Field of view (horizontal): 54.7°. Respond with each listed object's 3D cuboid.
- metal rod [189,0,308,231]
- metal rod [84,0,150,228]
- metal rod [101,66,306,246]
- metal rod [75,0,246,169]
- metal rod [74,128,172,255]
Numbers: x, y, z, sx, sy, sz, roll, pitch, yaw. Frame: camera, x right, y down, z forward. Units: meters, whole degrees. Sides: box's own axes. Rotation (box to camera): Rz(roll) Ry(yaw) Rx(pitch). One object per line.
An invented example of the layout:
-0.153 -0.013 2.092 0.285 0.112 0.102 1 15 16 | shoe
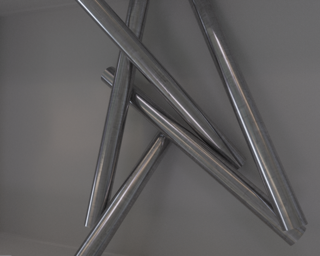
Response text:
0.089 -0.039 0.348 0.025 0.025 0.299 -24 71 18 | metal rod
-0.051 -0.029 0.380 0.025 0.025 0.298 10 87 19 | metal rod
0.037 0.020 0.371 0.300 0.025 0.025 41 103 19 | metal rod
-0.006 -0.065 0.363 0.025 0.025 0.300 -41 96 15 | metal rod
-0.064 0.118 0.350 0.025 0.025 0.300 26 66 18 | metal rod
